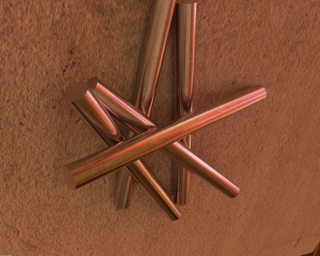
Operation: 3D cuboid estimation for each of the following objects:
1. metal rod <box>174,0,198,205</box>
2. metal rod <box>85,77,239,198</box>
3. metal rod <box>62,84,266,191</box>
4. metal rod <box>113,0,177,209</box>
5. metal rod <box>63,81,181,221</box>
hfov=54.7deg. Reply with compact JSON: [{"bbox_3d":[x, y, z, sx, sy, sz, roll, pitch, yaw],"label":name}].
[{"bbox_3d":[0.031,-0.011,0.416,0.025,0.025,0.298,-15,125,-20],"label":"metal rod"},{"bbox_3d":[0.023,0.030,0.403,0.025,0.025,0.301,-48,129,6],"label":"metal rod"},{"bbox_3d":[0.031,-0.003,0.369,0.302,0.025,0.025,-23,129,-35],"label":"metal rod"},{"bbox_3d":[-0.022,-0.024,0.379,0.025,0.025,0.298,-1,119,-28],"label":"metal rod"},{"bbox_3d":[-0.027,0.053,0.389,0.025,0.025,0.299,-35,139,-5],"label":"metal rod"}]
